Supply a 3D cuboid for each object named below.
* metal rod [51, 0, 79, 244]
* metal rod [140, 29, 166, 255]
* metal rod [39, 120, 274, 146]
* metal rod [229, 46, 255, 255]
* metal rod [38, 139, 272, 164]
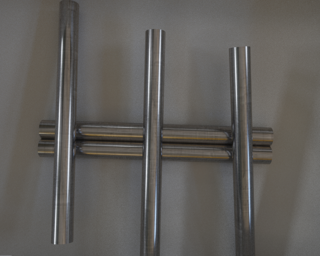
[{"bbox_3d":[-0.117,-0.014,0.385,0.025,0.025,0.298,-1,82,-1],"label":"metal rod"},{"bbox_3d":[-0.009,0.030,0.385,0.025,0.025,0.298,1,90,-1],"label":"metal rod"},{"bbox_3d":[-0.004,0.007,0.410,0.302,0.025,0.025,2,90,-1],"label":"metal rod"},{"bbox_3d":[0.104,0.052,0.389,0.025,0.025,0.298,-4,98,0],"label":"metal rod"},{"bbox_3d":[-0.006,0.031,0.410,0.302,0.025,0.025,2,90,-1],"label":"metal rod"}]
